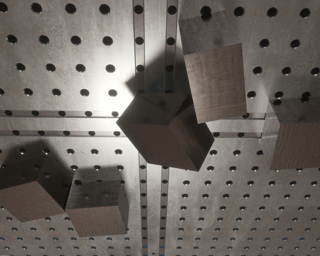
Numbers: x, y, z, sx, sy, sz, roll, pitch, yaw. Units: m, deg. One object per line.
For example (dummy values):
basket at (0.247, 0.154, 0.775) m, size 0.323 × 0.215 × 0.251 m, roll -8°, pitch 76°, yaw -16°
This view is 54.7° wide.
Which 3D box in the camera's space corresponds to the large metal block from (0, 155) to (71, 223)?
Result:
large metal block at (-0.193, 0.094, 0.473) m, size 0.080 × 0.050 × 0.080 m, roll -15°, pitch 129°, yaw 12°

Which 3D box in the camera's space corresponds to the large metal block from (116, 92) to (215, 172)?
large metal block at (0.008, 0.004, 0.376) m, size 0.080 × 0.050 × 0.080 m, roll 3°, pitch 140°, yaw 40°

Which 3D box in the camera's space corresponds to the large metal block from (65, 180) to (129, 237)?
large metal block at (-0.099, 0.133, 0.507) m, size 0.080 × 0.050 × 0.080 m, roll -5°, pitch 130°, yaw 3°

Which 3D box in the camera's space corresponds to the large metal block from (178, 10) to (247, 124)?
large metal block at (0.054, -0.064, 0.322) m, size 0.050 × 0.080 × 0.080 m, roll -11°, pitch 129°, yaw 8°

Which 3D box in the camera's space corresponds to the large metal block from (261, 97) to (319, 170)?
large metal block at (0.183, 0.008, 0.405) m, size 0.080 × 0.050 × 0.079 m, roll -3°, pitch 130°, yaw 2°
